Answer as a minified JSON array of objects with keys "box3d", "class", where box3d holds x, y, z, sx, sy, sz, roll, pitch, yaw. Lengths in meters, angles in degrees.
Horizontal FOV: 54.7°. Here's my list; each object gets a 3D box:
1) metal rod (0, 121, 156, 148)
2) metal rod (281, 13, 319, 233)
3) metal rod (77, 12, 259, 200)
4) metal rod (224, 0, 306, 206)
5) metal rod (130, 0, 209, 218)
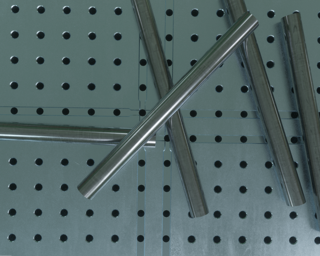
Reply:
[{"box3d":[-0.156,0.006,0.411,0.302,0.025,0.025,3,90,-1],"class":"metal rod"},{"box3d":[0.202,-0.003,0.416,0.025,0.025,0.298,-11,90,0],"class":"metal rod"},{"box3d":[0.010,-0.028,0.387,0.025,0.025,0.300,44,90,-1],"class":"metal rod"},{"box3d":[0.139,-0.042,0.415,0.025,0.025,0.298,-17,90,0],"class":"metal rod"},{"box3d":[0.013,-0.029,0.413,0.025,0.025,0.298,-16,90,0],"class":"metal rod"}]
